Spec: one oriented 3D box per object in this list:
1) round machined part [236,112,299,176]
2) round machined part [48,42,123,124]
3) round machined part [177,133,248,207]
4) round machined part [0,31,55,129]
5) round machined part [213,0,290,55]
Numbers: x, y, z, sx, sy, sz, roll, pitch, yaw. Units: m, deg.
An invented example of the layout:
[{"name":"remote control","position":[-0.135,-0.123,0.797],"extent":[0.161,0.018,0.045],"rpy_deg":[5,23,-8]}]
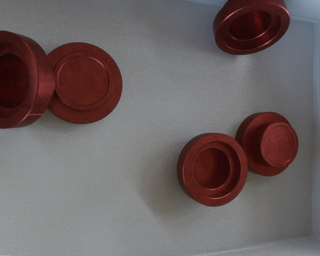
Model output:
[{"name":"round machined part","position":[0.167,0.024,0.465],"extent":[0.099,0.042,0.097],"rpy_deg":[0,90,-21]},{"name":"round machined part","position":[-0.093,-0.053,0.368],"extent":[0.099,0.042,0.097],"rpy_deg":[0,90,-21]},{"name":"round machined part","position":[0.068,0.055,0.428],"extent":[0.099,0.042,0.097],"rpy_deg":[0,90,-21]},{"name":"round machined part","position":[-0.152,-0.049,0.328],"extent":[0.098,0.042,0.097],"rpy_deg":[1,94,21]},{"name":"round machined part","position":[0.121,-0.147,0.424],"extent":[0.099,0.097,0.042],"rpy_deg":[5,63,-20]}]
